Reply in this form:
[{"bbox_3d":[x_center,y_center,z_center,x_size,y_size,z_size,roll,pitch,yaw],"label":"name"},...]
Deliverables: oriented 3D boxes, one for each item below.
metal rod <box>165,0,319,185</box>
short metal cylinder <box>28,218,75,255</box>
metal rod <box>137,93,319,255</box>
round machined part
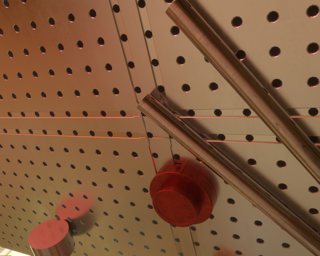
[{"bbox_3d":[0.117,-0.020,0.336,0.300,0.025,0.025,47,129,-5],"label":"metal rod"},{"bbox_3d":[-0.222,0.234,0.638,0.080,0.080,0.050,6,121,25],"label":"short metal cylinder"},{"bbox_3d":[0.094,0.061,0.399,0.300,0.025,0.025,40,129,1],"label":"metal rod"},{"bbox_3d":[0.028,0.104,0.450,0.098,0.042,0.097,13,124,21],"label":"round machined part"}]
